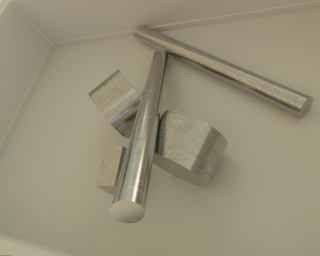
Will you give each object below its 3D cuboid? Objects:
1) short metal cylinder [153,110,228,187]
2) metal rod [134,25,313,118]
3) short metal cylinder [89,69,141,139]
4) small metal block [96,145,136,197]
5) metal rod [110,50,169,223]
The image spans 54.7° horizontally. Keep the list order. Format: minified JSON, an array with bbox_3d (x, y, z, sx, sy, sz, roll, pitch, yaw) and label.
[{"bbox_3d":[0.027,0.023,0.341,0.080,0.080,0.050,18,71,34],"label":"short metal cylinder"},{"bbox_3d":[0.062,-0.091,0.427,0.025,0.025,0.300,-49,52,-7],"label":"metal rod"},{"bbox_3d":[-0.049,-0.032,0.414,0.050,0.080,0.080,-40,51,1],"label":"short metal cylinder"},{"bbox_3d":[-0.048,0.055,0.380,0.025,0.050,0.050,-6,59,25],"label":"small metal block"},{"bbox_3d":[-0.011,-0.023,0.348,0.025,0.025,0.300,-18,30,17],"label":"metal rod"}]
